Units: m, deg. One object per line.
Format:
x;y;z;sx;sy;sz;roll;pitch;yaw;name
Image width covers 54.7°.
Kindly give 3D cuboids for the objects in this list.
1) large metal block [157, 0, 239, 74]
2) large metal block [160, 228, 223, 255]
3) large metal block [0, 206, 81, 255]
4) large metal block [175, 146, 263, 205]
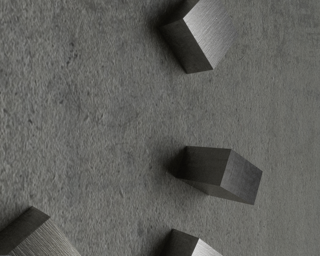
0.056;-0.135;0.435;0.080;0.050;0.080;52;60;-27;large metal block
0.041;0.197;0.423;0.080;0.050;0.080;45;63;-31;large metal block
-0.121;0.134;0.287;0.080;0.050;0.080;-41;115;-32;large metal block
0.084;0.066;0.439;0.080;0.080;0.050;33;70;-35;large metal block
